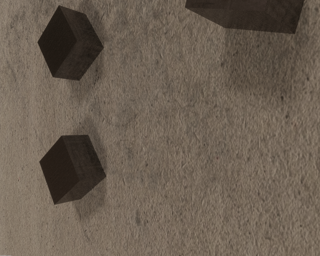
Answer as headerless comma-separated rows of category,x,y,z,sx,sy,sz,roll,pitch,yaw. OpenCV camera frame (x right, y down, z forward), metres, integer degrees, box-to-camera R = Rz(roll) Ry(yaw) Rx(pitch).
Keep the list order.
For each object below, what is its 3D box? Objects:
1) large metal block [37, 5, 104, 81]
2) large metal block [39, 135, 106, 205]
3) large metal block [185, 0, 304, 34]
large metal block,-0.148,-0.137,0.508,0.080,0.050,0.080,-43,64,31
large metal block,-0.144,0.067,0.504,0.080,0.050,0.080,-42,65,31
large metal block,0.085,-0.128,0.298,0.080,0.081,0.050,20,103,38
